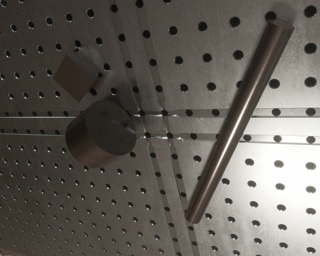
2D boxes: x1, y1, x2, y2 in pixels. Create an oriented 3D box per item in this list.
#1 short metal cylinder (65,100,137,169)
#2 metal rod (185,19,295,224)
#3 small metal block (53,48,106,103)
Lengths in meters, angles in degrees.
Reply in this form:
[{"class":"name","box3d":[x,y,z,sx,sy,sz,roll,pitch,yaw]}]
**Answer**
[{"class":"short metal cylinder","box3d":[-0.079,0.009,0.421,0.050,0.080,0.080,-32,101,38]},{"class":"metal rod","box3d":[0.082,0.018,0.378,0.025,0.025,0.298,25,127,12]},{"class":"small metal block","box3d":[-0.111,-0.071,0.424,0.050,0.025,0.050,44,129,-3]}]
